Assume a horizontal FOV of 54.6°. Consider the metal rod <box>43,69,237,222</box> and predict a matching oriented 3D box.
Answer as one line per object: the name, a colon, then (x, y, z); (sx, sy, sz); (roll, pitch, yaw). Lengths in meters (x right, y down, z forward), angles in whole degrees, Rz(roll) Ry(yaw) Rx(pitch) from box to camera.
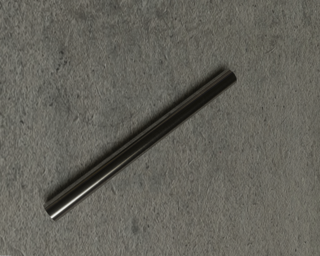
metal rod: (-0.014, 0.013, 0.405); (0.301, 0.025, 0.025); (-37, 102, -16)
